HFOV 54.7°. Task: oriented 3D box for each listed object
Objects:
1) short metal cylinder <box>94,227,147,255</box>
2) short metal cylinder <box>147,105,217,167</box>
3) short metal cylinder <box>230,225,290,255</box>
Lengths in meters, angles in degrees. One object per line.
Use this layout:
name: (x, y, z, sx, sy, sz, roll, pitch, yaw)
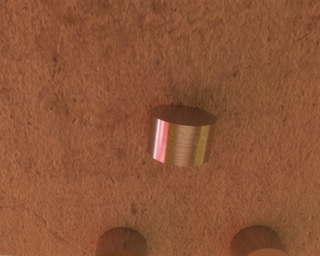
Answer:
short metal cylinder: (-0.059, 0.200, 0.469, 0.081, 0.050, 0.079, 0, 110, -1)
short metal cylinder: (0.026, 0.007, 0.383, 0.081, 0.080, 0.050, 6, 110, -3)
short metal cylinder: (0.153, 0.197, 0.472, 0.081, 0.050, 0.079, 0, 110, -1)
